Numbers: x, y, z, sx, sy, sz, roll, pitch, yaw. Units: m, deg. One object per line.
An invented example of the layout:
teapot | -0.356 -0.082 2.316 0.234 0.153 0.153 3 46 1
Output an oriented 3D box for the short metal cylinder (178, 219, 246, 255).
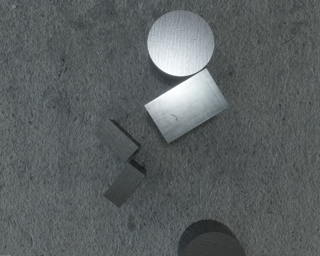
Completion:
short metal cylinder | 0.065 0.165 0.399 0.081 0.050 0.079 0 90 -1

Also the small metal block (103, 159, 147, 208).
small metal block | -0.043 0.069 0.397 0.025 0.050 0.050 38 90 -1

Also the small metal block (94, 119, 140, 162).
small metal block | -0.052 0.015 0.397 0.050 0.050 0.025 43 90 -1

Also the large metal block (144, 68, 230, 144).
large metal block | 0.030 -0.025 0.383 0.080 0.080 0.050 -31 90 0

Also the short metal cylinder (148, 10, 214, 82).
short metal cylinder | 0.025 -0.102 0.398 0.081 0.050 0.079 0 90 -1
